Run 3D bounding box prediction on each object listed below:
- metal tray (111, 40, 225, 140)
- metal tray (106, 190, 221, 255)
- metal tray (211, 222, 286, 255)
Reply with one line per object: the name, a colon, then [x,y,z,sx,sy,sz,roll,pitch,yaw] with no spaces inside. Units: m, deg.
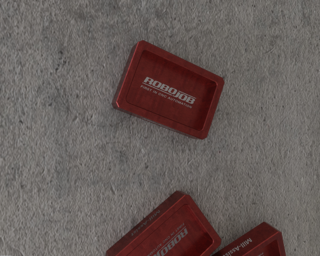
metal tray: [0.013,-0.047,0.410,0.131,0.030,0.090,21,83,-19]
metal tray: [0.007,0.158,0.409,0.131,0.030,0.090,-38,102,-16]
metal tray: [0.120,0.204,0.440,0.131,0.030,0.090,-25,112,-18]
